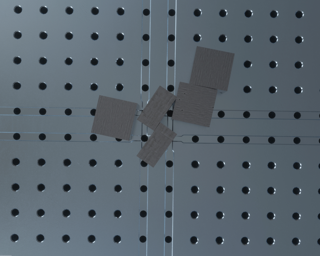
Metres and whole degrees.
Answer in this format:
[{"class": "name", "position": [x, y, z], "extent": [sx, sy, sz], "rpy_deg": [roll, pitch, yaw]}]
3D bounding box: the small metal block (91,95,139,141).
[{"class": "small metal block", "position": [-0.059, -0.013, 0.413], "extent": [0.050, 0.025, 0.050], "rpy_deg": [12, 90, 0]}]

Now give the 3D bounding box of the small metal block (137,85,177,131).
[{"class": "small metal block", "position": [-0.004, -0.024, 0.401], "extent": [0.025, 0.050, 0.050], "rpy_deg": [34, 90, 0]}]

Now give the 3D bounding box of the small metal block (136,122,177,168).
[{"class": "small metal block", "position": [-0.004, 0.021, 0.401], "extent": [0.025, 0.050, 0.050], "rpy_deg": [35, 90, 0]}]

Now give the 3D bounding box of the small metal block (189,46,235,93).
[{"class": "small metal block", "position": [0.067, -0.077, 0.414], "extent": [0.050, 0.025, 0.050], "rpy_deg": [11, 90, 0]}]

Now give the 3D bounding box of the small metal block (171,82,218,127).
[{"class": "small metal block", "position": [0.045, -0.031, 0.414], "extent": [0.050, 0.025, 0.050], "rpy_deg": [12, 90, 0]}]
